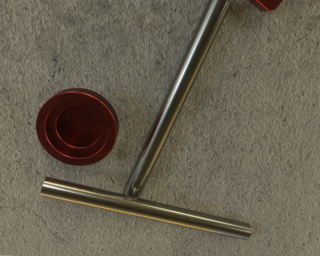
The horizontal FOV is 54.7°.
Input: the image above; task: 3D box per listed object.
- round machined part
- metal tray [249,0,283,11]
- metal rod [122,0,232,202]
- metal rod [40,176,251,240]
[{"bbox_3d":[-0.102,-0.004,0.398,0.099,0.042,0.097,0,110,-1],"label":"round machined part"},{"bbox_3d":[0.100,-0.202,0.334,0.130,0.030,0.090,35,106,-13],"label":"metal tray"},{"bbox_3d":[0.012,-0.019,0.402,0.025,0.025,0.298,22,108,-8],"label":"metal rod"},{"bbox_3d":[-0.008,0.115,0.429,0.302,0.025,0.025,17,109,-16],"label":"metal rod"}]
